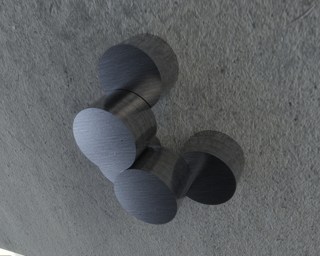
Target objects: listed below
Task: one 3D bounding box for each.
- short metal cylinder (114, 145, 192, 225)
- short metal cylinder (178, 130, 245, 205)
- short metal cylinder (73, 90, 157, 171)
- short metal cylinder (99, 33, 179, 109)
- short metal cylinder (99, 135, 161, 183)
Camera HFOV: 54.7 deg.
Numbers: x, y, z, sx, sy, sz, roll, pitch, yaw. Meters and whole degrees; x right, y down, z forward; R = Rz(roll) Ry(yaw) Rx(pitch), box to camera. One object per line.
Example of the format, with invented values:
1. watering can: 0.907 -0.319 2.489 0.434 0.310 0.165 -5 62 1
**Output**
1. short metal cylinder: -0.007 0.068 0.372 0.080 0.050 0.079 13 124 20
2. short metal cylinder: 0.061 0.049 0.390 0.080 0.050 0.079 13 124 21
3. short metal cylinder: -0.051 0.003 0.355 0.080 0.050 0.079 13 124 21
4. short metal cylinder: -0.024 -0.066 0.365 0.080 0.050 0.079 13 124 21
5. short metal cylinder: -0.043 0.039 0.439 0.080 0.050 0.079 13 124 21
